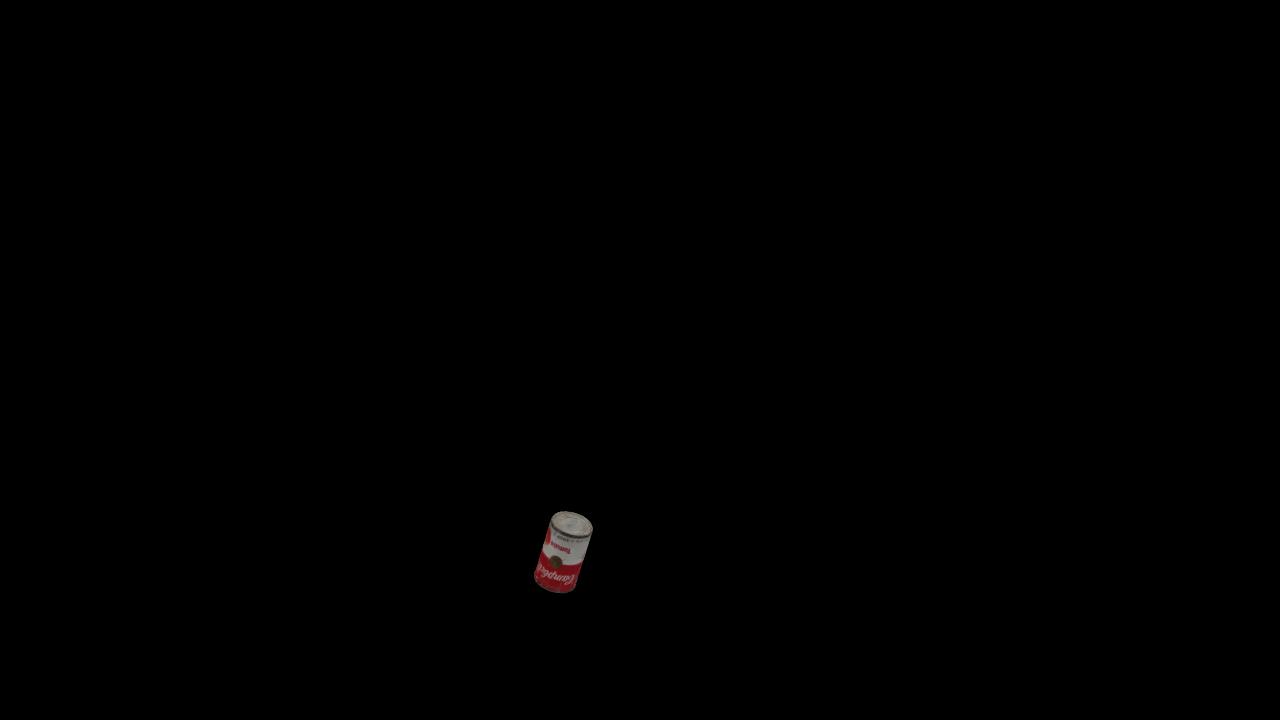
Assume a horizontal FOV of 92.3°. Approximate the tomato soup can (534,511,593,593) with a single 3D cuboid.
[{"bbox_3d":[-0.116,0.291,0.937,0.068,0.101,0.068,17,13,-4],"label":"tomato soup can"}]
